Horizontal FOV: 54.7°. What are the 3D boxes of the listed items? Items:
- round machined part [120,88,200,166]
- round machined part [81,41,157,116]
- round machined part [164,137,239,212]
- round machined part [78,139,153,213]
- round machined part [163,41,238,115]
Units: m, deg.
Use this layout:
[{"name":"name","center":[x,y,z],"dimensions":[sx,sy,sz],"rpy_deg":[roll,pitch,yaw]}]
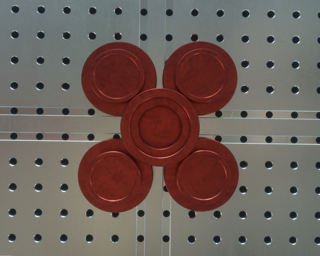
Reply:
[{"name":"round machined part","center":[0.000,-0.001,0.403],"dimensions":[0.099,0.042,0.097],"rpy_deg":[0,90,-1]},{"name":"round machined part","center":[-0.054,-0.064,0.403],"dimensions":[0.099,0.042,0.097],"rpy_deg":[0,90,-1]},{"name":"round machined part","center":[0.055,0.061,0.405],"dimensions":[0.099,0.042,0.097],"rpy_deg":[0,90,-1]},{"name":"round machined part","center":[-0.058,0.063,0.405],"dimensions":[0.099,0.042,0.097],"rpy_deg":[0,90,-1]},{"name":"round machined part","center":[0.053,-0.065,0.405],"dimensions":[0.099,0.042,0.097],"rpy_deg":[0,90,-1]}]
